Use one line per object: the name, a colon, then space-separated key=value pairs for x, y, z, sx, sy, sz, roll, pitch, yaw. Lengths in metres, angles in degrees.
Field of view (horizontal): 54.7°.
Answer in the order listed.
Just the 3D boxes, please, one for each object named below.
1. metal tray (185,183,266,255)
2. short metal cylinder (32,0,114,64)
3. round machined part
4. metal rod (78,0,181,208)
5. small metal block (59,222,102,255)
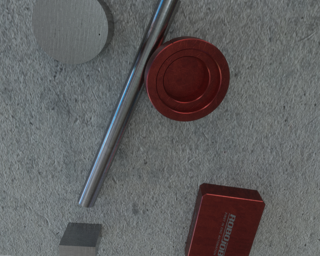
metal tray: x=0.094 y=0.151 z=0.464 sx=0.091 sy=0.030 sz=0.129 roll=8 pitch=110 yaw=-4
short metal cylinder: x=-0.096 y=-0.117 z=0.353 sx=0.081 sy=0.050 sz=0.079 roll=0 pitch=110 yaw=0
round machined part: x=0.030 y=-0.060 z=0.373 sx=0.099 sy=0.042 sz=0.097 roll=-4 pitch=114 yaw=-10
metal rod: x=-0.047 y=-0.022 z=0.401 sx=0.025 sy=0.025 sz=0.298 roll=22 pitch=108 yaw=-8
small metal block: x=-0.116 y=0.167 z=0.457 sx=0.050 sy=0.050 sz=0.025 roll=4 pitch=110 yaw=-2
